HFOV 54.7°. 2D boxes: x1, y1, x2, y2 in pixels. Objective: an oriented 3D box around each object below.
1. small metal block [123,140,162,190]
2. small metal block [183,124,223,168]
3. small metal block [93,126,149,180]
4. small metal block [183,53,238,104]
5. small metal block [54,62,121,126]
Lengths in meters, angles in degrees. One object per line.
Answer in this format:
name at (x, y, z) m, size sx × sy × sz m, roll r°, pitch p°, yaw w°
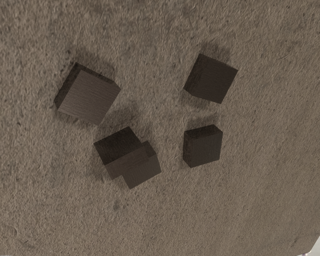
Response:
small metal block at (-0.029, 0.050, 0.416) m, size 0.050 × 0.025 × 0.050 m, roll -28°, pitch 145°, yaw -11°
small metal block at (0.063, 0.027, 0.460) m, size 0.050 × 0.025 × 0.050 m, roll -13°, pitch 124°, yaw -22°
small metal block at (-0.049, 0.030, 0.384) m, size 0.050 × 0.050 × 0.025 m, roll -27°, pitch 128°, yaw -12°
small metal block at (0.066, -0.064, 0.406) m, size 0.050 × 0.025 × 0.050 m, roll 12°, pitch 112°, yaw -34°
small metal block at (-0.080, -0.036, 0.342) m, size 0.050 × 0.025 × 0.050 m, roll 24°, pitch 105°, yaw -37°
